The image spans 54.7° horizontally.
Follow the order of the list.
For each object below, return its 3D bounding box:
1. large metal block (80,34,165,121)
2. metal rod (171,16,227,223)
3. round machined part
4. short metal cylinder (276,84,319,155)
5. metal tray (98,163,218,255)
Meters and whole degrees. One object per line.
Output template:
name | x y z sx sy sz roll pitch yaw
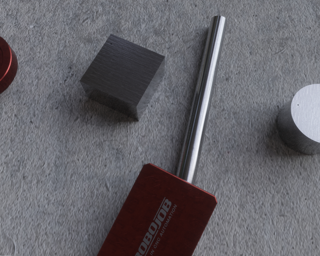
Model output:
large metal block | -0.047 -0.068 0.419 0.080 0.050 0.080 25 72 8
metal rod | 0.054 -0.025 0.417 0.025 0.025 0.299 13 70 4
round machined part | -0.245 -0.080 0.425 0.099 0.042 0.098 0 70 -1
short metal cylinder | 0.200 -0.010 0.401 0.081 0.050 0.080 0 70 0
metal tray | -0.004 0.116 0.348 0.090 0.030 0.130 26 84 9
